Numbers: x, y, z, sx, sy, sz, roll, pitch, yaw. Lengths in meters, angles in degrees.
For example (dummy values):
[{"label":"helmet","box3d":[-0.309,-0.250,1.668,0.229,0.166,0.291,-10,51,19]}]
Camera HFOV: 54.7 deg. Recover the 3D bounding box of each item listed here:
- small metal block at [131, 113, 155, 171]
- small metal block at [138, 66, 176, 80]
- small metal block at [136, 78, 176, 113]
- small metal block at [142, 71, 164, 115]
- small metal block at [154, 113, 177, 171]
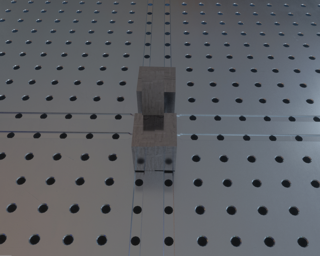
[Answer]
[{"label":"small metal block","box3d":[-0.019,0.017,0.376,0.025,0.050,0.050,1,50,1]},{"label":"small metal block","box3d":[-0.004,-0.060,0.441,0.050,0.050,0.025,2,50,1]},{"label":"small metal block","box3d":[-0.005,-0.040,0.424,0.050,0.050,0.025,2,50,1]},{"label":"small metal block","box3d":[-0.008,-0.043,0.373,0.025,0.050,0.050,0,8,1]},{"label":"small metal block","box3d":[0.007,0.017,0.376,0.025,0.050,0.050,1,50,1]}]
